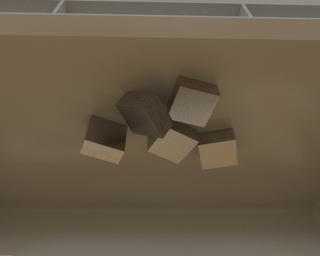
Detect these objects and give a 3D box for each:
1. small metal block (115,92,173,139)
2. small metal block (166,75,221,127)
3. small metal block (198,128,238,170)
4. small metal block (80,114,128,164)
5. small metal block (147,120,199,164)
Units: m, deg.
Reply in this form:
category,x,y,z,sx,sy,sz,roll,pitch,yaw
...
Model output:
category,x,y,z,sx,sy,sz,roll,pitch,yaw
small metal block,-0.019,-0.016,0.380,0.050,0.025,0.050,9,141,39
small metal block,0.040,-0.032,0.382,0.050,0.025,0.050,13,129,-11
small metal block,0.080,0.030,0.436,0.050,0.025,0.050,-9,130,7
small metal block,-0.072,0.014,0.404,0.050,0.050,0.025,18,128,-16
small metal block,0.017,0.017,0.424,0.050,0.025,0.050,25,126,-20
